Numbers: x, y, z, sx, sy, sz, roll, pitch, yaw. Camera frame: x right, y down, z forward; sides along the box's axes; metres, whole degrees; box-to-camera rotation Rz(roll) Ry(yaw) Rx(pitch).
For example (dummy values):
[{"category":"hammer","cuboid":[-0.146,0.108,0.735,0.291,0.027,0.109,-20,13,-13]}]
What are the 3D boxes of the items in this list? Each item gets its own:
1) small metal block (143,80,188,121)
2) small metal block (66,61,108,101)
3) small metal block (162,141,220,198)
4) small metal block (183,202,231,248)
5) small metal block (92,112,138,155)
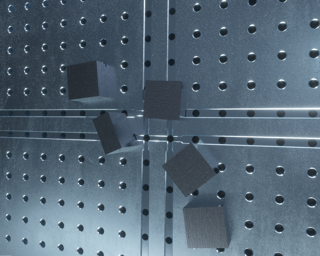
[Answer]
[{"category":"small metal block","cuboid":[0.007,-0.036,0.410,0.050,0.025,0.050,5,92,20]},{"category":"small metal block","cuboid":[-0.106,-0.067,0.451,0.050,0.025,0.050,-5,88,20]},{"category":"small metal block","cuboid":[0.040,0.052,0.399,0.050,0.025,0.050,-41,77,15]},{"category":"small metal block","cuboid":[0.059,0.122,0.392,0.050,0.025,0.050,-8,87,20]},{"category":"small metal block","cuboid":[-0.060,0.007,0.421,0.025,0.050,0.050,-24,82,18]}]
